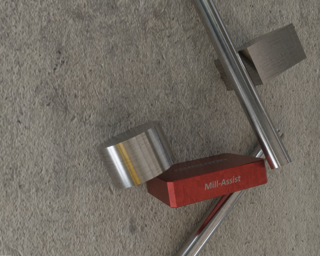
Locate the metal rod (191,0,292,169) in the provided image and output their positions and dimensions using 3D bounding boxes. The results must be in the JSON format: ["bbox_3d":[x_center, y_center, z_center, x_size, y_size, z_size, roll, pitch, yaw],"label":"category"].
[{"bbox_3d":[0.088,-0.092,0.393,0.025,0.025,0.299,-18,78,-20],"label":"metal rod"}]

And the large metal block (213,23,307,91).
[{"bbox_3d":[0.137,-0.096,0.432,0.080,0.080,0.050,-31,101,-18],"label":"large metal block"}]

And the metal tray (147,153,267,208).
[{"bbox_3d":[0.056,0.062,0.396,0.131,0.090,0.030,-10,94,-20],"label":"metal tray"}]

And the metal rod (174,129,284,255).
[{"bbox_3d":[0.085,0.117,0.442,0.025,0.025,0.300,45,76,-15],"label":"metal rod"}]

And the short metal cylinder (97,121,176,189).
[{"bbox_3d":[-0.028,0.030,0.370,0.081,0.080,0.050,-26,99,-18],"label":"short metal cylinder"}]
